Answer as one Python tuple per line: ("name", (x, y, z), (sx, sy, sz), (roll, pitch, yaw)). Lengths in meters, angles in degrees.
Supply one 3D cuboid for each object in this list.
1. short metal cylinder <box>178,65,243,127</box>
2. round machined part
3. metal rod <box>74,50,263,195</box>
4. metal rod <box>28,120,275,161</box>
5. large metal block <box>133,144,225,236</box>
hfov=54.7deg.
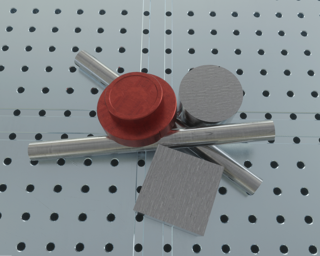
("short metal cylinder", (0.064, -0.036, 0.411), (0.081, 0.050, 0.080), (0, 70, 0))
("round machined part", (-0.029, -0.029, 0.377), (0.099, 0.042, 0.098), (-2, 61, 5))
("metal rod", (0.003, -0.014, 0.417), (0.300, 0.025, 0.025), (37, 74, 12))
("metal rod", (-0.014, 0.016, 0.386), (0.302, 0.025, 0.025), (-5, 70, 5))
("large metal block", (0.022, 0.075, 0.369), (0.080, 0.050, 0.080), (19, 71, 6))
